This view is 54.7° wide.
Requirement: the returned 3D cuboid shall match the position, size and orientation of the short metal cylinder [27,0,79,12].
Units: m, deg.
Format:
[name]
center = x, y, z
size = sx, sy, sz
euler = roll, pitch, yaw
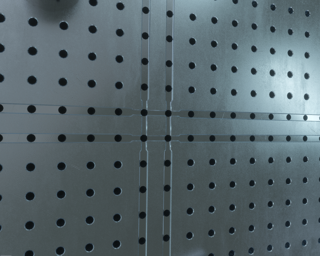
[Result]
[short metal cylinder]
center = -0.125, -0.181, 0.353
size = 0.081, 0.050, 0.079
euler = 0, 90, -20
